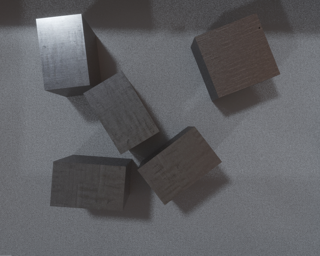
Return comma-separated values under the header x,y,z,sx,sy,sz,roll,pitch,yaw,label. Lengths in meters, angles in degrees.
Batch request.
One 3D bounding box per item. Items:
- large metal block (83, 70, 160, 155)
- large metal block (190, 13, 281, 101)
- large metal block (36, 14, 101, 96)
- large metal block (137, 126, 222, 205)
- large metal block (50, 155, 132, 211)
x,y,z,sx,sy,sz,roll,pitch,yaw,label
-0.043,-0.017,0.383,0.050,0.080,0.080,-31,90,0,large metal block
0.094,-0.088,0.400,0.080,0.050,0.080,-21,90,-1,large metal block
-0.108,-0.084,0.382,0.050,0.080,0.079,-7,90,0,large metal block
0.022,0.042,0.384,0.080,0.080,0.050,-37,90,0,large metal block
-0.080,0.064,0.383,0.081,0.080,0.050,4,90,-1,large metal block
